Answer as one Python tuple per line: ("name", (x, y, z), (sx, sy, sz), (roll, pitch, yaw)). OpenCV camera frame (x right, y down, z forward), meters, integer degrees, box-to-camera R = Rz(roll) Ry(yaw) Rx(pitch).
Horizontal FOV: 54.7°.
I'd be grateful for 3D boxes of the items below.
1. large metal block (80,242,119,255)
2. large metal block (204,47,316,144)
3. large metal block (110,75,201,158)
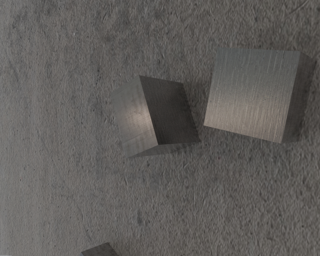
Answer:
("large metal block", (-0.087, 0.235, 0.461), (0.080, 0.050, 0.079), (37, 112, 34))
("large metal block", (0.098, -0.034, 0.308), (0.080, 0.050, 0.079), (15, 100, 39))
("large metal block", (-0.005, -0.012, 0.373), (0.050, 0.081, 0.080), (-25, 74, 37))
